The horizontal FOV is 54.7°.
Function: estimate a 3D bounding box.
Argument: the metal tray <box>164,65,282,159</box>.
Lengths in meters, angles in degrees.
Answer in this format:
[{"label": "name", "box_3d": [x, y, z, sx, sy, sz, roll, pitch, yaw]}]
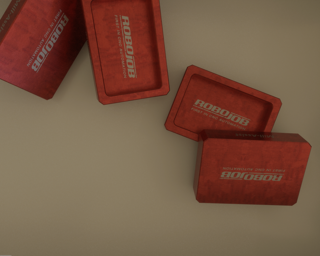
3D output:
[{"label": "metal tray", "box_3d": [0.081, -0.018, 0.409, 0.131, 0.030, 0.090, 21, 90, -1]}]

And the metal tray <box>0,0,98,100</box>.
[{"label": "metal tray", "box_3d": [-0.143, -0.109, 0.376, 0.030, 0.090, 0.130, 30, 90, 35]}]

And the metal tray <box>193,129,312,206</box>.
[{"label": "metal tray", "box_3d": [0.113, 0.051, 0.392, 0.131, 0.030, 0.089, 3, 111, -4]}]

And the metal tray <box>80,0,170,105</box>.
[{"label": "metal tray", "box_3d": [-0.042, -0.100, 0.383, 0.091, 0.030, 0.129, -11, 104, -14]}]
